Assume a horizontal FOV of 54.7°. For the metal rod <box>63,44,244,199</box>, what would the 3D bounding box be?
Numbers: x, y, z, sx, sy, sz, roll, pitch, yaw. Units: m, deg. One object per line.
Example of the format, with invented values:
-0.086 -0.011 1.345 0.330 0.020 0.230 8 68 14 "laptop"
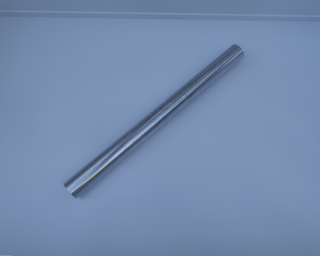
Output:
0.001 -0.017 0.415 0.301 0.025 0.025 -40 75 -14 "metal rod"
